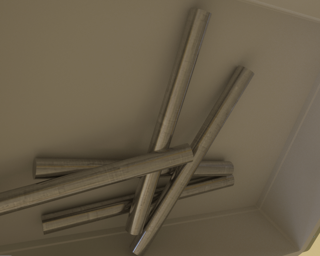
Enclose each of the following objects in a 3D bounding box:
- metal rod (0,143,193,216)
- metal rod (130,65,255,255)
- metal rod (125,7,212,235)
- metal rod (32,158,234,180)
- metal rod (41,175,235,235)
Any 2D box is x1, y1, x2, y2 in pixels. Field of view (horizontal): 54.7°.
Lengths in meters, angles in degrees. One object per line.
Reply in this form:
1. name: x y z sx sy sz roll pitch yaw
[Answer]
1. metal rod: -0.104 0.066 0.359 0.302 0.025 0.025 -14 125 -15
2. metal rod: 0.043 0.049 0.436 0.025 0.025 0.299 27 95 -38
3. metal rod: 0.005 0.004 0.391 0.025 0.025 0.298 7 109 -32
4. metal rod: -0.016 0.057 0.435 0.302 0.025 0.025 4 116 -31
5. metal rod: -0.017 0.107 0.465 0.303 0.025 0.025 -8 122 -25
